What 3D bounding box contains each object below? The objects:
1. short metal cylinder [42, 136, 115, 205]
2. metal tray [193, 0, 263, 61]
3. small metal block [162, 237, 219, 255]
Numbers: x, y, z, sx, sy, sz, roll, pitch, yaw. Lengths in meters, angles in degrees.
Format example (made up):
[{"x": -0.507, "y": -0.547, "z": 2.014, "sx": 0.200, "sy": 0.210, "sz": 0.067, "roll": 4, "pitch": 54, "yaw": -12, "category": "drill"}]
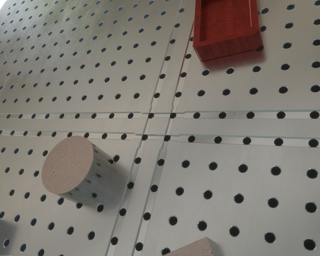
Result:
[{"x": -0.108, "y": 0.057, "z": 0.414, "sx": 0.080, "sy": 0.050, "sz": 0.080, "roll": -13, "pitch": 56, "yaw": 21, "category": "short metal cylinder"}, {"x": 0.098, "y": -0.165, "z": 0.454, "sx": 0.090, "sy": 0.030, "sz": 0.130, "roll": -8, "pitch": 58, "yaw": 24, "category": "metal tray"}, {"x": 0.036, "y": 0.142, "z": 0.302, "sx": 0.050, "sy": 0.025, "sz": 0.050, "roll": -28, "pitch": 52, "yaw": 11, "category": "small metal block"}]
